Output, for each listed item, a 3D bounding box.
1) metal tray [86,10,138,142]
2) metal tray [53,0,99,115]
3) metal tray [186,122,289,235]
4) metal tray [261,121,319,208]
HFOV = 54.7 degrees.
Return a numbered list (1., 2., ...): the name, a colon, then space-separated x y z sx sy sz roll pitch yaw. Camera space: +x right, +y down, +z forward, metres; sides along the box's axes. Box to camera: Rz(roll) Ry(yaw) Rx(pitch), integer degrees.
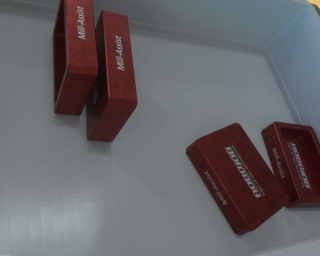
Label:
1. metal tray: -0.062 -0.060 0.366 0.030 0.090 0.130 6 59 -25
2. metal tray: -0.103 -0.091 0.364 0.030 0.090 0.130 4 60 -27
3. metal tray: 0.105 0.064 0.420 0.091 0.030 0.130 -20 73 -36
4. metal tray: 0.219 0.056 0.485 0.091 0.030 0.130 6 59 -25
